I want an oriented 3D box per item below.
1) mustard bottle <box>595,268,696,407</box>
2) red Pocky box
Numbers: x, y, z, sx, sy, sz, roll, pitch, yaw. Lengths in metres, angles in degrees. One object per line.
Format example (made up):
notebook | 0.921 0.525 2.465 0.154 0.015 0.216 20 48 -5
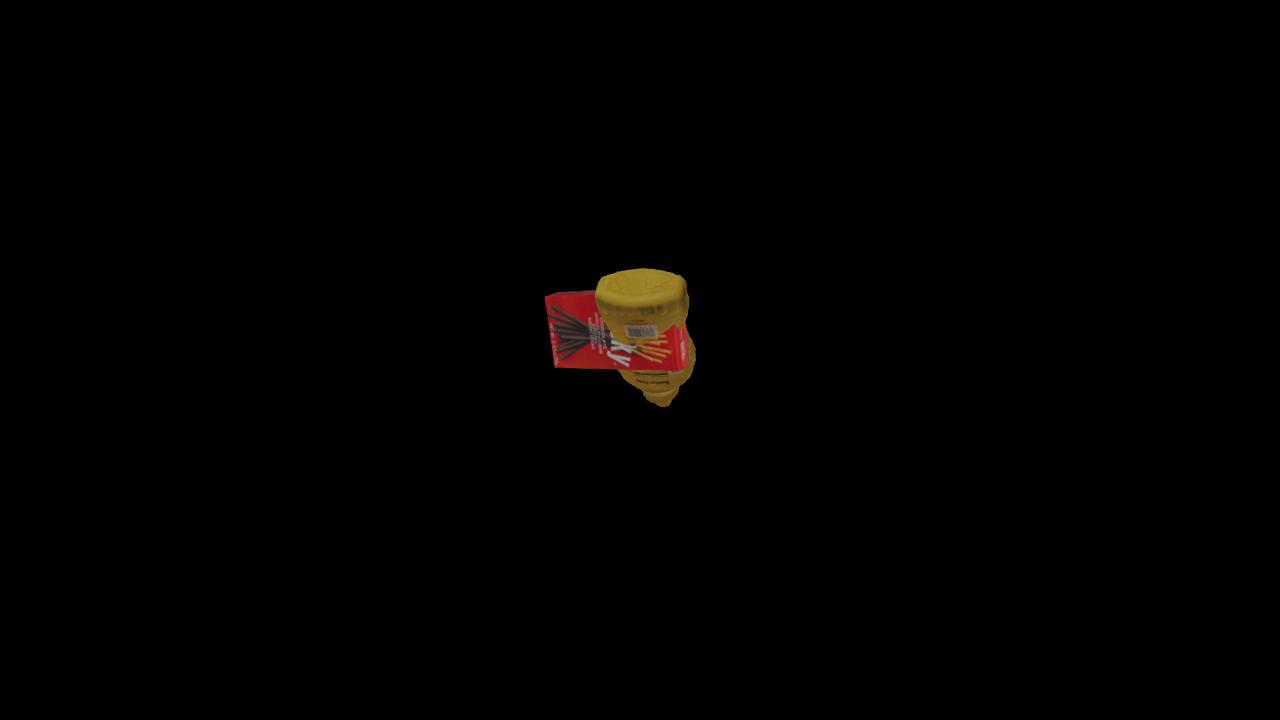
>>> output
mustard bottle | 0.013 -0.011 0.655 0.092 0.054 0.184 -3 -42 10
red Pocky box | -0.027 -0.032 0.642 0.155 0.083 0.028 1 15 28
